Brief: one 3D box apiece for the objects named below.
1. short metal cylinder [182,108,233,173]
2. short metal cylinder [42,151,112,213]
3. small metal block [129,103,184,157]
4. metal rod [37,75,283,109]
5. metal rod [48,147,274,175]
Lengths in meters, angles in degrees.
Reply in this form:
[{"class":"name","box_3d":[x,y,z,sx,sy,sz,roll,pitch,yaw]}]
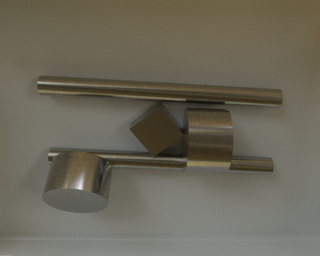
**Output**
[{"class":"short metal cylinder","box_3d":[0.057,0.015,0.387,0.050,0.080,0.079,2,110,-1]},{"class":"short metal cylinder","box_3d":[-0.105,0.072,0.403,0.081,0.050,0.080,1,144,1]},{"class":"small metal block","box_3d":[-0.004,0.001,0.410,0.050,0.025,0.050,-36,107,12]},{"class":"metal rod","box_3d":[0.002,-0.045,0.392,0.302,0.025,0.025,3,110,-2]},{"class":"metal rod","box_3d":[0.003,0.046,0.426,0.302,0.025,0.025,3,110,-2]}]
